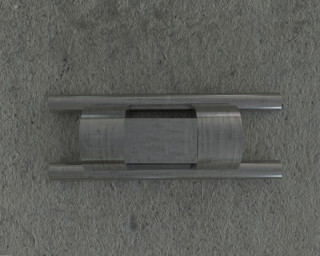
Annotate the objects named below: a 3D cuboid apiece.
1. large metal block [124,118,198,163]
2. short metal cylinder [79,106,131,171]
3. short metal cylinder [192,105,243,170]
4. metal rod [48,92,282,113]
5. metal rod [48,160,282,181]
[{"bbox_3d":[0.001,0.014,0.381,0.081,0.080,0.050,0,90,0],"label":"large metal block"},{"bbox_3d":[-0.064,0.012,0.383,0.050,0.080,0.079,-1,90,0],"label":"short metal cylinder"},{"bbox_3d":[0.067,0.012,0.384,0.050,0.080,0.079,-1,90,0],"label":"short metal cylinder"},{"bbox_3d":[0.007,-0.033,0.411,0.302,0.025,0.025,-1,90,0],"label":"metal rod"},{"bbox_3d":[0.007,0.056,0.411,0.302,0.025,0.025,-1,90,0],"label":"metal rod"}]
